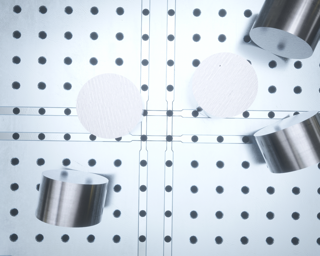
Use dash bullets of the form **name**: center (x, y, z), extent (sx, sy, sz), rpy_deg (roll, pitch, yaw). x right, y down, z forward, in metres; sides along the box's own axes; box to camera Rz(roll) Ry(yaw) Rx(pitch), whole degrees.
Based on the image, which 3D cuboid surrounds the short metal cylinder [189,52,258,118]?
- **short metal cylinder**: center (0.079, -0.052, 0.401), extent (0.081, 0.050, 0.079), rpy_deg (0, 90, 0)

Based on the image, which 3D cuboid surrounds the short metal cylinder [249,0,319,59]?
- **short metal cylinder**: center (0.161, -0.128, 0.387), extent (0.080, 0.080, 0.050), rpy_deg (25, 90, 0)

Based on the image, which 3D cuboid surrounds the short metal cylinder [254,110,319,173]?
- **short metal cylinder**: center (0.166, 0.017, 0.387), extent (0.080, 0.080, 0.050), rpy_deg (-24, 90, 0)

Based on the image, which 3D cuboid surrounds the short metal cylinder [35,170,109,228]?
- **short metal cylinder**: center (-0.108, 0.085, 0.385), extent (0.080, 0.080, 0.050), rpy_deg (10, 90, 0)

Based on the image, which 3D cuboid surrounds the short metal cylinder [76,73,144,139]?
- **short metal cylinder**: center (-0.061, -0.027, 0.400), extent (0.081, 0.050, 0.079), rpy_deg (0, 90, 0)
